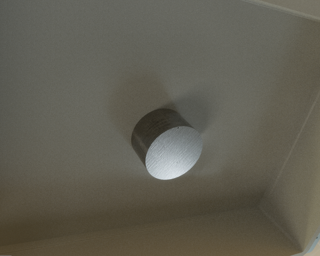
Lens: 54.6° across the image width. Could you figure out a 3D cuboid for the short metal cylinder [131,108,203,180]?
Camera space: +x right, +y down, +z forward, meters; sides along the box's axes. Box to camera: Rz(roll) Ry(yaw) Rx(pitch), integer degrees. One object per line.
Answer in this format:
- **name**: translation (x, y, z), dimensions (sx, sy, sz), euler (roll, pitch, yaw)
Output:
- **short metal cylinder**: translation (0.009, 0.021, 0.409), dimensions (0.081, 0.050, 0.080), euler (-14, 124, -21)
